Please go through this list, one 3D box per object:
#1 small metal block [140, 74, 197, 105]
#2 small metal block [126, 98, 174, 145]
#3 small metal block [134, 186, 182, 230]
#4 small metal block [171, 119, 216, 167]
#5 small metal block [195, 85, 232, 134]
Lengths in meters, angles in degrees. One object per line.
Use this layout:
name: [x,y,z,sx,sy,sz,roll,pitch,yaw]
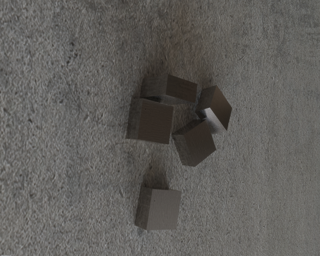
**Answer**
small metal block: [0.011,-0.048,0.397,0.050,0.050,0.025,11,83,-40]
small metal block: [-0.013,-0.007,0.394,0.050,0.025,0.050,12,83,-39]
small metal block: [-0.002,0.104,0.403,0.050,0.025,0.050,14,81,-39]
small metal block: [0.050,0.021,0.446,0.050,0.025,0.050,-32,110,-35]
small metal block: [0.081,-0.027,0.464,0.050,0.025,0.050,49,44,-29]
